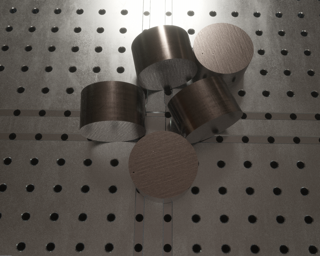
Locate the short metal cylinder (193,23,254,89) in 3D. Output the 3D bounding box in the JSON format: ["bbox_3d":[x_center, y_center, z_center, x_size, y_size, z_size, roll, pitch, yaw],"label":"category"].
[{"bbox_3d":[0.085,-0.099,0.436,0.081,0.050,0.080,0,70,0],"label":"short metal cylinder"}]

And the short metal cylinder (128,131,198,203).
[{"bbox_3d":[0.004,0.049,0.381,0.081,0.050,0.080,0,70,0],"label":"short metal cylinder"}]

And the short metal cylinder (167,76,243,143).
[{"bbox_3d":[0.056,-0.021,0.391,0.080,0.080,0.050,-22,72,-8],"label":"short metal cylinder"}]

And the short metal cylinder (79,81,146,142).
[{"bbox_3d":[-0.059,-0.018,0.388,0.081,0.080,0.050,-3,70,-1],"label":"short metal cylinder"}]

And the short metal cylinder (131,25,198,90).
[{"bbox_3d":[0.005,-0.092,0.416,0.081,0.080,0.050,-10,70,-4],"label":"short metal cylinder"}]
